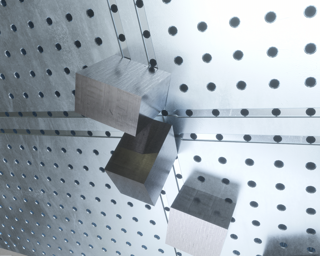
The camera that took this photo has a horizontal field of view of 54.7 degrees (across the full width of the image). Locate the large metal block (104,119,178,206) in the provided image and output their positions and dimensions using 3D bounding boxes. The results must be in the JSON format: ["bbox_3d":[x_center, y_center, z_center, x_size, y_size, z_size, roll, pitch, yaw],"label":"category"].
[{"bbox_3d":[-0.019,0.042,0.392,0.050,0.080,0.080,17,153,18],"label":"large metal block"}]

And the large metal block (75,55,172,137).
[{"bbox_3d":[-0.043,-0.043,0.369,0.080,0.080,0.050,21,124,15],"label":"large metal block"}]

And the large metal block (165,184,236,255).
[{"bbox_3d":[0.058,0.140,0.450,0.080,0.050,0.079,17,125,17],"label":"large metal block"}]
